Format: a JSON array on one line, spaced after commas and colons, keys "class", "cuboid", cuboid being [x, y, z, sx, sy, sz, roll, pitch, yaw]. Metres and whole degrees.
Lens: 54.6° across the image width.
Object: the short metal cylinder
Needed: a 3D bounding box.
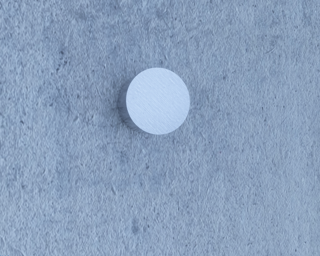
[{"class": "short metal cylinder", "cuboid": [-0.009, -0.032, 0.392, 0.081, 0.050, 0.080, 0, 90, -20]}]
